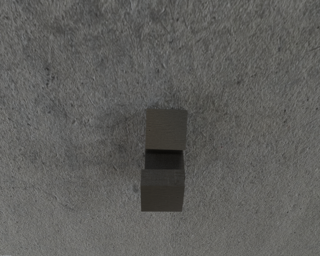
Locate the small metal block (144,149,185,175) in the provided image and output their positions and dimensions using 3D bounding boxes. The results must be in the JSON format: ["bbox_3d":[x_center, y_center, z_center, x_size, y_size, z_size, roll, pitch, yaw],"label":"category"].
[{"bbox_3d":[0.005,0.053,0.404,0.050,0.050,0.025,2,130,-2],"label":"small metal block"}]

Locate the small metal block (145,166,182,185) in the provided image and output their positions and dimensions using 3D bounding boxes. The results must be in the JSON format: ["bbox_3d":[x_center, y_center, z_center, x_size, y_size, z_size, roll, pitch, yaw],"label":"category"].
[{"bbox_3d":[0.004,0.069,0.451,0.050,0.025,0.050,2,171,-2],"label":"small metal block"}]

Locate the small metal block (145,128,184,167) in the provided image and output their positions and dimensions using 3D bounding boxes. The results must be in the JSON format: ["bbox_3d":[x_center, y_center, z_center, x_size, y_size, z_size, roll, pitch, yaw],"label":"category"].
[{"bbox_3d":[0.005,0.028,0.433,0.050,0.025,0.050,2,130,-2],"label":"small metal block"}]

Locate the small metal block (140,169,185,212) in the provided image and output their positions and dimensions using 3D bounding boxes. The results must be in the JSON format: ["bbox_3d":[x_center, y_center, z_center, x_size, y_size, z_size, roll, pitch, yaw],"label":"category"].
[{"bbox_3d":[0.003,0.076,0.375,0.050,0.025,0.050,1,130,-1],"label":"small metal block"}]

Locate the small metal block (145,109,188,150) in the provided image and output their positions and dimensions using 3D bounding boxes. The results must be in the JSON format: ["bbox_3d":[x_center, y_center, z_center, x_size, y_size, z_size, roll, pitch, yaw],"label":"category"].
[{"bbox_3d":[0.008,0.001,0.394,0.050,0.025,0.050,2,94,-2],"label":"small metal block"}]
